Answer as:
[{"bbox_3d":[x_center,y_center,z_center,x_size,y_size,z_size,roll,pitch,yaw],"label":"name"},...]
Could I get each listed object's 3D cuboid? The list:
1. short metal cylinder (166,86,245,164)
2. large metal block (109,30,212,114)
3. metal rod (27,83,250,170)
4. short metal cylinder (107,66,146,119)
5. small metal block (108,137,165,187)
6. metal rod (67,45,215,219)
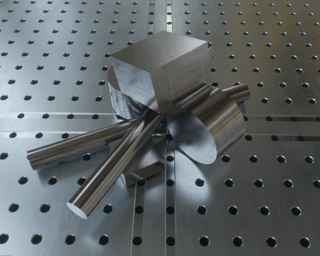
[{"bbox_3d":[0.053,-0.004,0.371,0.050,0.080,0.080,-36,59,-25],"label":"short metal cylinder"},{"bbox_3d":[0.001,-0.070,0.363,0.080,0.050,0.080,-33,40,-24],"label":"large metal block"},{"bbox_3d":[-0.015,-0.007,0.408,0.302,0.025,0.025,-18,53,-15],"label":"metal rod"},{"bbox_3d":[-0.030,-0.057,0.434,0.081,0.050,0.080,0,50,0],"label":"short metal cylinder"},{"bbox_3d":[-0.029,0.035,0.373,0.050,0.025,0.050,-22,54,-18],"label":"small metal block"},{"bbox_3d":[-0.005,-0.018,0.386,0.025,0.025,0.301,24,54,19],"label":"metal rod"}]
